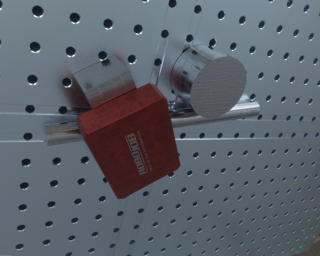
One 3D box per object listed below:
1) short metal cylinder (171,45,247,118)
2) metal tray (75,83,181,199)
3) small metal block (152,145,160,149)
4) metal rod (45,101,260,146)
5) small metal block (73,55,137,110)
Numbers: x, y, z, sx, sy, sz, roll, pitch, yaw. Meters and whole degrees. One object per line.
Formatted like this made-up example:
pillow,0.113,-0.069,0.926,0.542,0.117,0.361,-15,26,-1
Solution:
short metal cylinder,0.061,-0.059,0.393,0.081,0.050,0.079,-14,125,-21
metal tray,-0.029,0.021,0.356,0.091,0.030,0.129,-27,139,-11
small metal block,-0.019,0.041,0.426,0.050,0.025,0.050,-21,127,-16
metal rod,0.008,-0.011,0.411,0.303,0.025,0.025,-8,122,-25
small metal block,-0.060,-0.049,0.332,0.050,0.050,0.025,-28,128,-11
